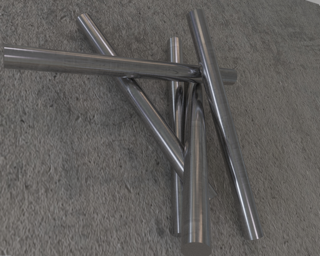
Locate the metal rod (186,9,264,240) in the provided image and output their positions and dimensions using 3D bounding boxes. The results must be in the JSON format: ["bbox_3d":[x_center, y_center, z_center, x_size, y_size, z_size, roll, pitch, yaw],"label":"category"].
[{"bbox_3d":[0.082,-0.009,0.401,0.025,0.025,0.298,-10,83,-32],"label":"metal rod"}]

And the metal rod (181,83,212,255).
[{"bbox_3d":[0.042,0.007,0.368,0.025,0.025,0.300,25,36,-13],"label":"metal rod"}]

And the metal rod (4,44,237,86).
[{"bbox_3d":[-0.026,-0.074,0.387,0.303,0.025,0.025,-1,62,-29],"label":"metal rod"}]

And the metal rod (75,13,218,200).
[{"bbox_3d":[-0.027,-0.035,0.392,0.025,0.025,0.299,-21,67,-36],"label":"metal rod"}]

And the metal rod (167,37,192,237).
[{"bbox_3d":[0.025,-0.009,0.422,0.025,0.025,0.299,13,56,-21],"label":"metal rod"}]
